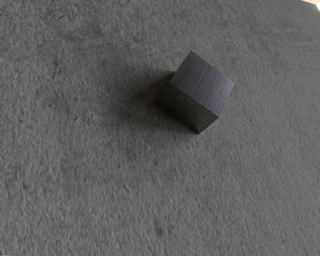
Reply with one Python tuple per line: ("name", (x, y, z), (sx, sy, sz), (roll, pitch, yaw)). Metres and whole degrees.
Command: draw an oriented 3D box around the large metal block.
("large metal block", (0.051, -0.052, 0.449), (0.080, 0.050, 0.080), (35, 51, -5))
